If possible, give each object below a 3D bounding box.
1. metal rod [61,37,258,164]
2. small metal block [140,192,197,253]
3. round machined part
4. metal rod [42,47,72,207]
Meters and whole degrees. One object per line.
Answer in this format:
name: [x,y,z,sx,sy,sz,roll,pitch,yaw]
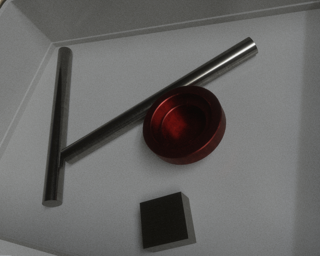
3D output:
metal rod: [-0.006,-0.034,0.428,0.300,0.025,0.025,-30,52,8]
small metal block: [0.008,0.103,0.337,0.050,0.025,0.050,-19,54,16]
round machined part: [0.032,0.000,0.377,0.098,0.042,0.098,-13,56,20]
metal rod: [-0.162,-0.021,0.501,0.025,0.025,0.299,-19,54,17]
